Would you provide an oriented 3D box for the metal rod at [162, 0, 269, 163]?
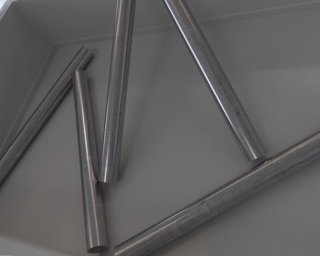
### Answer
[{"bbox_3d":[0.043,-0.100,0.366,0.025,0.025,0.299,-28,77,11],"label":"metal rod"}]

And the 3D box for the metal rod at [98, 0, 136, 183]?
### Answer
[{"bbox_3d":[-0.053,-0.080,0.406,0.025,0.025,0.298,5,88,30],"label":"metal rod"}]

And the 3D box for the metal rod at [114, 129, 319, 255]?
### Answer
[{"bbox_3d":[0.084,0.063,0.322,0.300,0.025,0.025,-32,52,7],"label":"metal rod"}]

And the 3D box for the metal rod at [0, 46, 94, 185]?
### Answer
[{"bbox_3d":[-0.206,-0.015,0.523,0.025,0.025,0.300,21,72,36],"label":"metal rod"}]

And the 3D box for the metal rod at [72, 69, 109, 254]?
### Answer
[{"bbox_3d":[-0.105,0.024,0.446,0.025,0.025,0.299,-25,53,12],"label":"metal rod"}]
